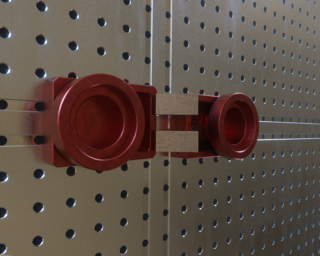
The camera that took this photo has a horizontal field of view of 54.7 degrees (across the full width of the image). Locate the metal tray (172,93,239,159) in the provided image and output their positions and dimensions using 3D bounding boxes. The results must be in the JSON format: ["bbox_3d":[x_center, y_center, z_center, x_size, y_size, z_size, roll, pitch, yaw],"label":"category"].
[{"bbox_3d":[0.076,-0.002,0.470,0.131,0.030,0.089,1,90,-40],"label":"metal tray"}]

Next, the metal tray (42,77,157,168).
[{"bbox_3d":[-0.064,-0.007,0.354,0.131,0.030,0.089,-1,93,-40],"label":"metal tray"}]

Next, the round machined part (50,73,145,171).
[{"bbox_3d":[-0.067,-0.006,0.325,0.099,0.042,0.097,0,90,-40],"label":"round machined part"}]

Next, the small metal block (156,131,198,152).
[{"bbox_3d":[0.022,0.016,0.392,0.050,0.050,0.025,1,90,4],"label":"small metal block"}]

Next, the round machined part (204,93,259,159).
[{"bbox_3d":[0.104,-0.003,0.469,0.099,0.042,0.097,0,90,-40],"label":"round machined part"}]

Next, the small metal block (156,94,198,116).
[{"bbox_3d":[0.022,-0.028,0.393,0.050,0.050,0.025,1,90,4],"label":"small metal block"}]
